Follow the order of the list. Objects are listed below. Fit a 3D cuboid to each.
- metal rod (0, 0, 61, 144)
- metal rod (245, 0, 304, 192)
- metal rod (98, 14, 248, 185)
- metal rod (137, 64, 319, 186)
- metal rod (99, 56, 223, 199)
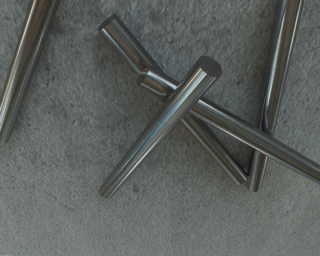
[{"bbox_3d":[-0.139,-0.086,0.331,0.025,0.025,0.298,24,126,-19],"label":"metal rod"},{"bbox_3d":[0.137,-0.023,0.389,0.025,0.025,0.298,-3,130,2],"label":"metal rod"},{"bbox_3d":[0.034,-0.016,0.394,0.025,0.025,0.300,-29,125,22],"label":"metal rod"},{"bbox_3d":[0.108,0.008,0.381,0.301,0.025,0.025,27,125,-22],"label":"metal rod"},{"bbox_3d":[-0.020,0.023,0.383,0.025,0.025,0.298,20,140,-17],"label":"metal rod"}]
